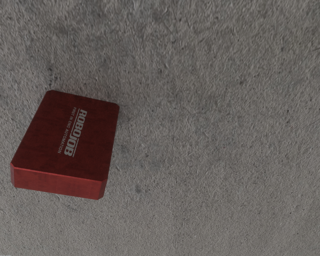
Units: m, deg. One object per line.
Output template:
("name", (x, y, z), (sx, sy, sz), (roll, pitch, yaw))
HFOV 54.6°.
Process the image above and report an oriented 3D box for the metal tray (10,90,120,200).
("metal tray", (-0.098, 0.013, 0.348), (0.091, 0.130, 0.030), (12, 129, -10))
